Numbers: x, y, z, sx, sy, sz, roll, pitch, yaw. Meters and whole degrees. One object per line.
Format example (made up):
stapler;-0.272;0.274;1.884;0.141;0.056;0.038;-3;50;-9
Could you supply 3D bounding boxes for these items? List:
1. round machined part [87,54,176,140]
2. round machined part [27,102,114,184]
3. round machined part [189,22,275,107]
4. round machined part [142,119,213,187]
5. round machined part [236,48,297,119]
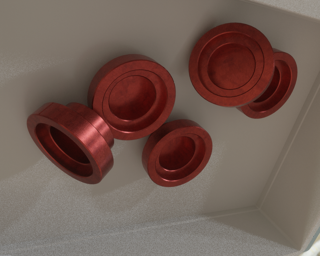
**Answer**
round machined part;-0.035;-0.038;0.356;0.099;0.042;0.097;-14;125;-21
round machined part;-0.089;0.011;0.331;0.042;0.098;0.098;-51;138;-35
round machined part;0.088;-0.074;0.378;0.098;0.098;0.042;-56;163;11
round machined part;0.020;0.030;0.429;0.099;0.042;0.097;-14;125;-21
round machined part;0.140;-0.065;0.436;0.099;0.042;0.097;-14;125;-21
